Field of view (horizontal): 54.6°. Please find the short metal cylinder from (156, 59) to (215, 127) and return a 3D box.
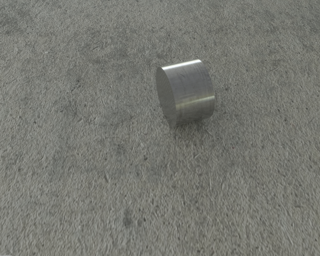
[{"bbox_3d":[0.031,-0.046,0.406,0.050,0.080,0.080,-15,52,-12],"label":"short metal cylinder"}]
